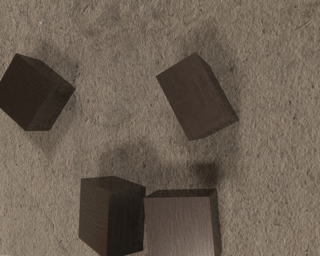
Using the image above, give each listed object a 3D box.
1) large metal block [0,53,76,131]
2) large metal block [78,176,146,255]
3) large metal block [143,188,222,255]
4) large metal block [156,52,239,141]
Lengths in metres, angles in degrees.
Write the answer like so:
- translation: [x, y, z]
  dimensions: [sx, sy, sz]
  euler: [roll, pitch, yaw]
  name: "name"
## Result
- translation: [-0.188, -0.051, 0.460]
  dimensions: [0.080, 0.050, 0.080]
  euler: [38, 102, 15]
  name: "large metal block"
- translation: [-0.063, 0.110, 0.398]
  dimensions: [0.080, 0.050, 0.079]
  euler: [4, 92, 53]
  name: "large metal block"
- translation: [0.030, 0.121, 0.385]
  dimensions: [0.080, 0.050, 0.080]
  euler: [-6, 88, 19]
  name: "large metal block"
- translation: [0.047, -0.033, 0.363]
  dimensions: [0.050, 0.080, 0.080]
  euler: [-29, 81, 17]
  name: "large metal block"
